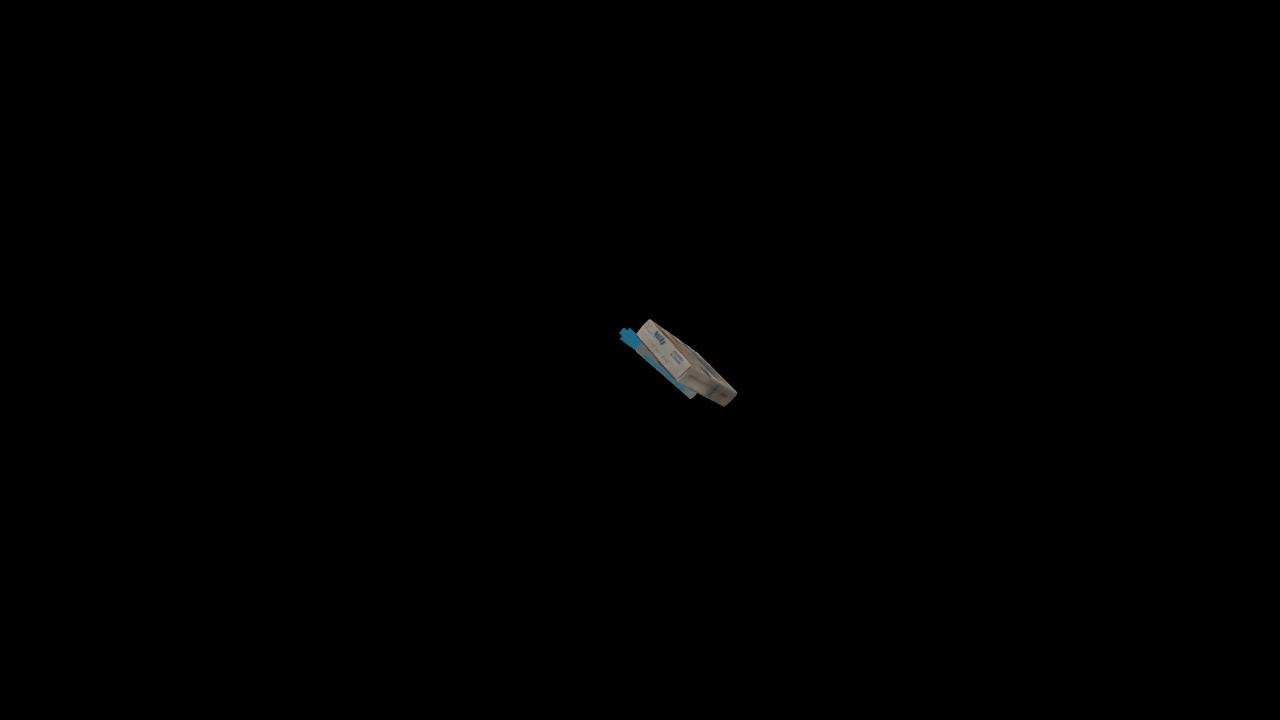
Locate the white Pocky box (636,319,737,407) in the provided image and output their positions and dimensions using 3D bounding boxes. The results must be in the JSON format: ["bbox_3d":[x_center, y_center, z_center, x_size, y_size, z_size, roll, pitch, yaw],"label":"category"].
[{"bbox_3d":[0.059,0.007,0.740,0.084,0.028,0.154,49,10,30],"label":"white Pocky box"}]

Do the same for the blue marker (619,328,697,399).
[{"bbox_3d":[0.023,0.003,0.758,0.121,0.020,0.020,41,-2,-3],"label":"blue marker"}]
